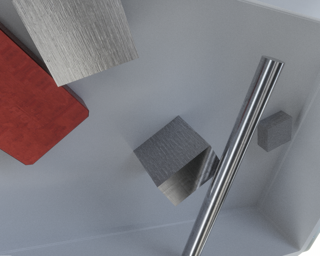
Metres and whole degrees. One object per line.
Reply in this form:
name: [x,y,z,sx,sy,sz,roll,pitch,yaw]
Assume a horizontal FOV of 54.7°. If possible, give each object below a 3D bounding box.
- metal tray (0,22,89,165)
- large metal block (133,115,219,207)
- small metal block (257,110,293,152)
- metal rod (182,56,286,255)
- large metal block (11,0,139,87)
metal tray: [-0.147,-0.030,0.307,0.090,0.030,0.130,-41,130,0]
large metal block: [0.023,0.041,0.413,0.080,0.080,0.050,-38,130,-3]
small metal block: [0.193,0.006,0.520,0.050,0.025,0.050,-24,128,-14]
metal rod: [0.081,0.058,0.387,0.025,0.025,0.298,1,118,-30]
large metal block: [-0.074,-0.096,0.285,0.080,0.050,0.080,-21,128,-4]
